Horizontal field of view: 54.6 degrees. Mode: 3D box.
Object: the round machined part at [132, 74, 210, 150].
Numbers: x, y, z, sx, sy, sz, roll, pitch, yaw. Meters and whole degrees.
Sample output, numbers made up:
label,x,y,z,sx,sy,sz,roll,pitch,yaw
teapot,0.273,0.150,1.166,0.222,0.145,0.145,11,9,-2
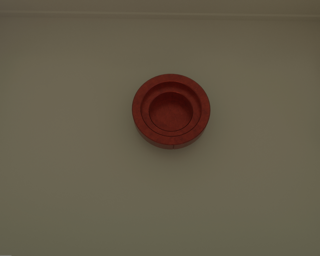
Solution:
label,x,y,z,sx,sy,sz,roll,pitch,yaw
round machined part,0.014,-0.018,0.407,0.099,0.042,0.098,0,70,0
